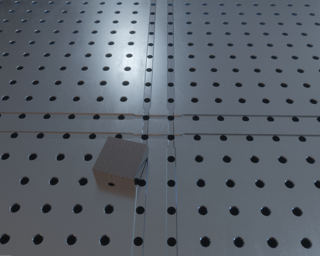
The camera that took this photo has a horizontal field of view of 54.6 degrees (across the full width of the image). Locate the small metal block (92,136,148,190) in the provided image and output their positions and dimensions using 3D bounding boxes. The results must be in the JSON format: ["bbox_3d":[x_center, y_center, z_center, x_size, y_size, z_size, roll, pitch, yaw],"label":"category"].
[{"bbox_3d":[-0.046,0.041,0.373,0.050,0.025,0.050,12,51,10],"label":"small metal block"}]
